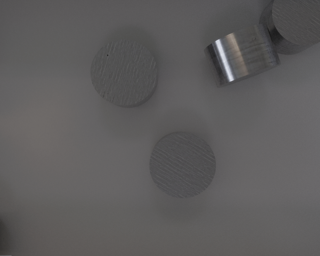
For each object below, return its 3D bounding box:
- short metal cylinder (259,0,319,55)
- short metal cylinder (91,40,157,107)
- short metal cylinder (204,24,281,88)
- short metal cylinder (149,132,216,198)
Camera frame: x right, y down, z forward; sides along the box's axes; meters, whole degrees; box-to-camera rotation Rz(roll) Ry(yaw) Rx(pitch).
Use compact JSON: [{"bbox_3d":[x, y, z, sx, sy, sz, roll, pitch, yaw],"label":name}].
[{"bbox_3d":[0.176,-0.140,0.400,0.081,0.050,0.080,0,90,0],"label":"short metal cylinder"},{"bbox_3d":[-0.043,-0.067,0.398,0.081,0.050,0.080,0,90,0],"label":"short metal cylinder"},{"bbox_3d":[0.101,-0.087,0.384,0.080,0.080,0.050,-20,90,0],"label":"short metal cylinder"},{"bbox_3d":[0.028,0.045,0.399,0.081,0.050,0.080,0,90,0],"label":"short metal cylinder"}]
